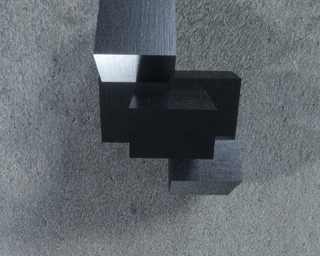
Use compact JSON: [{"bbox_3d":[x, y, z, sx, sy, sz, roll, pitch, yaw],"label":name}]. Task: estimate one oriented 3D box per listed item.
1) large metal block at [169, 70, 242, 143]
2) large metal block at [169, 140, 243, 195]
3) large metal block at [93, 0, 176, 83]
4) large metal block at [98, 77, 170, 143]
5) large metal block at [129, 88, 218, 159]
[{"bbox_3d":[0.051,-0.028,0.386,0.081,0.050,0.079,1,110,-1],"label":"large metal block"},{"bbox_3d":[0.053,0.053,0.395,0.081,0.080,0.050,0,66,-1],"label":"large metal block"},{"bbox_3d":[-0.024,-0.098,0.339,0.081,0.050,0.080,1,66,0],"label":"large metal block"},{"bbox_3d":[-0.030,-0.028,0.385,0.081,0.050,0.079,1,110,-1],"label":"large metal block"},{"bbox_3d":[0.011,-0.008,0.326,0.081,0.080,0.050,1,110,-1],"label":"large metal block"}]
